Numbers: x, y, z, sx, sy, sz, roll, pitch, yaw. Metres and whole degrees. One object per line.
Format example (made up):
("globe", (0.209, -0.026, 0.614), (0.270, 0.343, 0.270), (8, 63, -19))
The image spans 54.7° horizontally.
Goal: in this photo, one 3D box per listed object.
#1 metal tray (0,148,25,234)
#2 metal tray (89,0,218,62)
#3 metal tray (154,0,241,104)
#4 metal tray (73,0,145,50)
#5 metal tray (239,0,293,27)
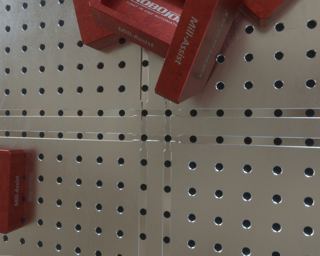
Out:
("metal tray", (-0.268, 0.097, 0.502), (0.090, 0.030, 0.129), (3, 91, 19))
("metal tray", (-0.003, -0.138, 0.360), (0.130, 0.030, 0.090), (30, 72, 14))
("metal tray", (0.045, -0.097, 0.344), (0.030, 0.090, 0.129), (29, 115, 16))
("metal tray", (-0.053, -0.173, 0.428), (0.130, 0.030, 0.090), (-15, 85, 19))
("metal tray", (0.138, -0.198, 0.361), (0.130, 0.030, 0.090), (-45, 76, 14))
